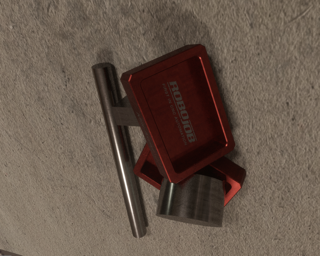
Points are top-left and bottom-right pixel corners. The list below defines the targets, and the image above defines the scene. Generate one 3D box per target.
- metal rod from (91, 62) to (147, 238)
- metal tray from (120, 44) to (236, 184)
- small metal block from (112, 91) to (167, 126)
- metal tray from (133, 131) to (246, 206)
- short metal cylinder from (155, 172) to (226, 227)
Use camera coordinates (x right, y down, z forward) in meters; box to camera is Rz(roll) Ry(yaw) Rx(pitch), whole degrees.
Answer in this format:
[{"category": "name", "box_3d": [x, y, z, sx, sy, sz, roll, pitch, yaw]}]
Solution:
[{"category": "metal rod", "box_3d": [-0.055, 0.050, 0.465, 0.025, 0.025, 0.298, 6, 121, 25]}, {"category": "metal tray", "box_3d": [0.024, -0.015, 0.342, 0.030, 0.091, 0.129, 27, 141, 64]}, {"category": "small metal block", "box_3d": [-0.023, -0.025, 0.386, 0.050, 0.050, 0.025, 4, 120, 26]}, {"category": "metal tray", "box_3d": [0.036, 0.059, 0.419, 0.130, 0.030, 0.089, 32, 128, 7]}, {"category": "short metal cylinder", "box_3d": [0.039, 0.090, 0.383, 0.080, 0.050, 0.080, 10, 160, 4]}]
